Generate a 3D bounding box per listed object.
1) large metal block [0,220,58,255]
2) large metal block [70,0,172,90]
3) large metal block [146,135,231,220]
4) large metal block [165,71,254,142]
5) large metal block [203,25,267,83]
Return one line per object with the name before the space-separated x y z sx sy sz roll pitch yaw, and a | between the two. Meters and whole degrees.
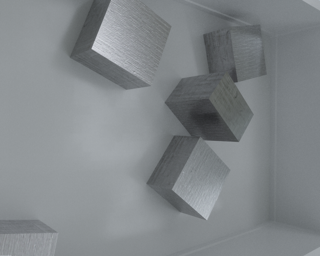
large metal block | -0.145 0.126 0.269 0.081 0.050 0.080 15 81 -39
large metal block | -0.043 -0.099 0.354 0.080 0.050 0.080 28 73 -37
large metal block | 0.041 0.067 0.425 0.080 0.050 0.080 46 63 -30
large metal block | 0.068 -0.027 0.427 0.080 0.080 0.050 50 61 -29
large metal block | 0.120 -0.116 0.490 0.081 0.050 0.079 -18 102 -38
